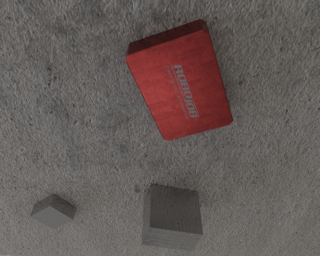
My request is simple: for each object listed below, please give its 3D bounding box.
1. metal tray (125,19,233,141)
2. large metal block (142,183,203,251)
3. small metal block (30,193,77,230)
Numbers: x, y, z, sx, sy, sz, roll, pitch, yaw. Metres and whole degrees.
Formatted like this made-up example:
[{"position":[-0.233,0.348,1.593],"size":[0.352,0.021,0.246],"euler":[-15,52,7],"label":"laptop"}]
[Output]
[{"position":[0.027,-0.049,0.363],"size":[0.090,0.030,0.130],"euler":[-16,129,12],"label":"metal tray"},{"position":[0.018,0.141,0.491],"size":[0.081,0.080,0.050],"euler":[12,129,-10],"label":"large metal block"},{"position":[-0.181,0.143,0.527],"size":[0.050,0.025,0.050],"euler":[-30,124,22],"label":"small metal block"}]
